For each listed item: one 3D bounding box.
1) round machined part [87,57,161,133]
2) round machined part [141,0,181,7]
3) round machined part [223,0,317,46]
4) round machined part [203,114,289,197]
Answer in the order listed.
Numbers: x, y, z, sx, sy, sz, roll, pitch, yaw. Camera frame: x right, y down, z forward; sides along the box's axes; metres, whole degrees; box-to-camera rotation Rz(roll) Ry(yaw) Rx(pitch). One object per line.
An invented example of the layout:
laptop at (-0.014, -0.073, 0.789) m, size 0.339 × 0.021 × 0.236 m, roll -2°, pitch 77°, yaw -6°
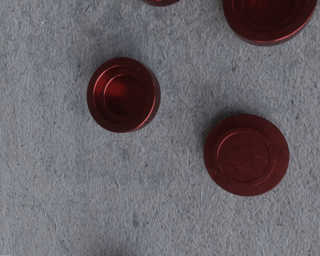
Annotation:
round machined part at (-0.045, -0.042, 0.416) m, size 0.098 × 0.042 × 0.097 m, roll 0°, pitch 90°, yaw 20°
round machined part at (0.006, -0.204, 0.398) m, size 0.098 × 0.042 × 0.097 m, roll 0°, pitch 90°, yaw 20°
round machined part at (0.125, -0.142, 0.356) m, size 0.098 × 0.042 × 0.097 m, roll 0°, pitch 90°, yaw 20°
round machined part at (0.099, 0.032, 0.365) m, size 0.098 × 0.042 × 0.097 m, roll 0°, pitch 90°, yaw 20°
